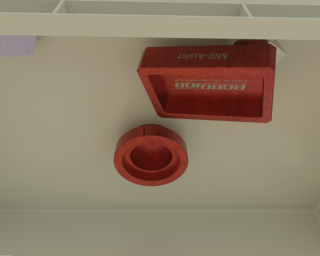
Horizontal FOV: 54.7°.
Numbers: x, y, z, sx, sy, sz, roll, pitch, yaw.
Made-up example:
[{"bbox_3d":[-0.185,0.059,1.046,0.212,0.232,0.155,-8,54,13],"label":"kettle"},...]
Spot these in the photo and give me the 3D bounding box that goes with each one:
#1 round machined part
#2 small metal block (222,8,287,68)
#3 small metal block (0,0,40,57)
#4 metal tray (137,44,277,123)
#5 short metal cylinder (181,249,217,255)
[{"bbox_3d":[-0.012,0.033,0.426,0.099,0.042,0.097,-1,130,0],"label":"round machined part"},{"bbox_3d":[0.095,-0.090,0.317,0.050,0.050,0.025,27,125,-21],"label":"small metal block"},{"bbox_3d":[-0.152,-0.099,0.305,0.050,0.025,0.050,-17,145,-43],"label":"small metal block"},{"bbox_3d":[0.051,-0.044,0.328,0.130,0.030,0.090,4,150,19],"label":"metal tray"},{"bbox_3d":[0.084,0.299,0.651,0.081,0.050,0.079,0,130,0],"label":"short metal cylinder"}]
